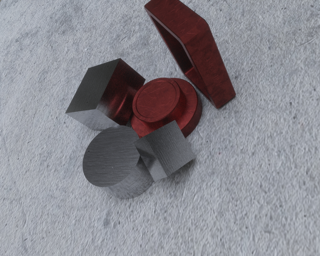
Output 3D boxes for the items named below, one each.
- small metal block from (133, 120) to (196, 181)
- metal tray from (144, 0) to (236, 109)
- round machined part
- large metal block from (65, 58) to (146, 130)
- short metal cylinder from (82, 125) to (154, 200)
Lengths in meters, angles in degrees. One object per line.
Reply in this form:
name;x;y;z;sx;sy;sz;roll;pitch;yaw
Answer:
small metal block;0.006;0.025;0.356;0.025;0.050;0.050;-29;89;49
metal tray;0.039;-0.089;0.370;0.030;0.130;0.090;-38;51;3
round machined part;0.003;-0.028;0.410;0.098;0.042;0.098;-13;56;20
large metal block;-0.077;-0.045;0.440;0.080;0.050;0.080;-3;59;46
short metal cylinder;-0.048;0.043;0.387;0.080;0.050;0.080;-13;56;20
